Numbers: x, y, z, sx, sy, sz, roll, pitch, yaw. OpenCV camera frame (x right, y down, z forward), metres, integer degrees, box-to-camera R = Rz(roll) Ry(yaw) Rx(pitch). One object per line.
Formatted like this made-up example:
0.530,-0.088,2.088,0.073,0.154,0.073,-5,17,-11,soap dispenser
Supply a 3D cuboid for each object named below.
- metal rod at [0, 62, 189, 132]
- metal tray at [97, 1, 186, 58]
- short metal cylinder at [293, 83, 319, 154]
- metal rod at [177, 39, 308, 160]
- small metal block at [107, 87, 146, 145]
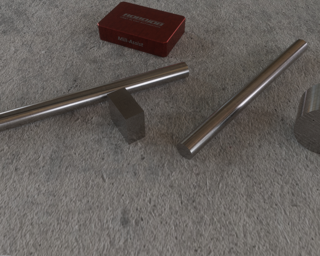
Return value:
-0.099,-0.044,0.438,0.302,0.025,0.025,-18,53,-16,metal rod
-0.031,-0.177,0.549,0.130,0.030,0.090,20,52,15,metal tray
0.211,-0.010,0.379,0.080,0.080,0.050,19,53,15,short metal cylinder
0.133,-0.055,0.450,0.025,0.025,0.302,36,58,26,metal rod
-0.043,-0.015,0.399,0.025,0.050,0.050,-26,55,-20,small metal block
